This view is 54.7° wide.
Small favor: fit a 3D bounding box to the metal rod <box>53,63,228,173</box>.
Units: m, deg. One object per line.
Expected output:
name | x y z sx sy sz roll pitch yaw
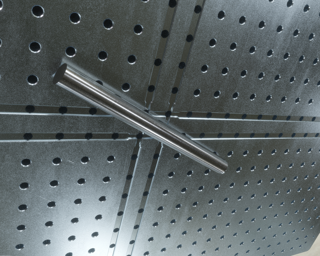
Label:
metal rod | -0.002 0.003 0.414 0.301 0.025 0.025 30 101 -38
